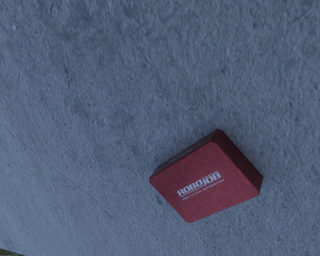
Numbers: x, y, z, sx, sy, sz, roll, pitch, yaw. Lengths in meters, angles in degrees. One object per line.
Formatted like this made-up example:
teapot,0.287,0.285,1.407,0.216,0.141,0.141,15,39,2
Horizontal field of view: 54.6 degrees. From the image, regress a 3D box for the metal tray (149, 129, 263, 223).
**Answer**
metal tray,0.058,0.069,0.417,0.090,0.030,0.129,48,129,-6
